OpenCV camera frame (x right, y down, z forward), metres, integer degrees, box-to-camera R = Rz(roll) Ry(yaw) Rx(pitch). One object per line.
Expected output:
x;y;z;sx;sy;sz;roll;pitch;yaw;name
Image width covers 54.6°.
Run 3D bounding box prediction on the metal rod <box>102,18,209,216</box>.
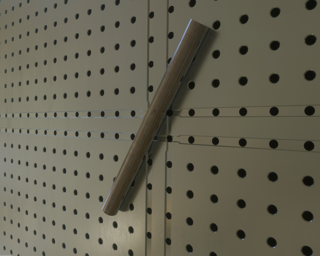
-0.015;0.000;0.422;0.025;0.025;0.298;40;114;33;metal rod
